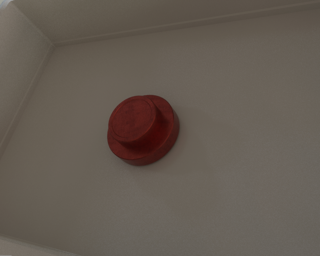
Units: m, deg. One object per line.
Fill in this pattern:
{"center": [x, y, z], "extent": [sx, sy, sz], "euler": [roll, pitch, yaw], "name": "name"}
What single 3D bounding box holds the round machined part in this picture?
{"center": [-0.028, -0.004, 0.406], "extent": [0.098, 0.042, 0.098], "euler": [-13, 56, 20], "name": "round machined part"}
